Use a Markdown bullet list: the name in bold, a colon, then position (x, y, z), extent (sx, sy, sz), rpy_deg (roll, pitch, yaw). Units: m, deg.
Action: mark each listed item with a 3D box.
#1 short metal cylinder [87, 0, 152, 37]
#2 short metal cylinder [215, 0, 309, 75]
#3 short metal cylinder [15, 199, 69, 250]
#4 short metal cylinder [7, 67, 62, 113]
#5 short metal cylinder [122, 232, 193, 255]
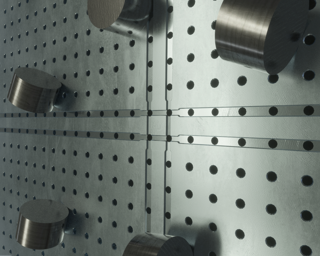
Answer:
- **short metal cylinder**: position (-0.058, -0.176, 0.441), extent (0.080, 0.050, 0.079), rpy_deg (0, 90, 40)
- **short metal cylinder**: position (0.097, -0.096, 0.294), extent (0.050, 0.081, 0.079), rpy_deg (28, 108, 36)
- **short metal cylinder**: position (-0.206, 0.167, 0.544), extent (0.080, 0.081, 0.050), rpy_deg (24, 105, 37)
- **short metal cylinder**: position (-0.227, -0.069, 0.561), extent (0.080, 0.081, 0.050), rpy_deg (41, 115, 32)
- **short metal cylinder**: position (-0.002, 0.170, 0.375), extent (0.050, 0.081, 0.080), rpy_deg (-9, 85, 40)
